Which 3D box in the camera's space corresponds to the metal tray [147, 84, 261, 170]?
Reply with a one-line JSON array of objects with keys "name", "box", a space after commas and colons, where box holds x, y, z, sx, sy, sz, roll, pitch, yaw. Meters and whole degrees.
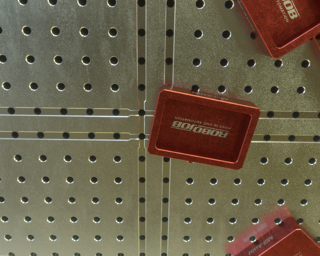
[{"name": "metal tray", "box": [0.055, 0.000, 0.411, 0.131, 0.030, 0.089, 11, 110, -5]}]

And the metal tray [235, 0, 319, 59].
[{"name": "metal tray", "box": [0.137, -0.158, 0.354, 0.090, 0.030, 0.130, -33, 107, 11]}]

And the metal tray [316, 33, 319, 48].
[{"name": "metal tray", "box": [0.266, -0.084, 0.383, 0.090, 0.030, 0.130, -33, 107, 11]}]

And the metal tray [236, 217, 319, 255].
[{"name": "metal tray", "box": [0.188, 0.212, 0.492, 0.130, 0.030, 0.090, -43, 105, 14]}]
